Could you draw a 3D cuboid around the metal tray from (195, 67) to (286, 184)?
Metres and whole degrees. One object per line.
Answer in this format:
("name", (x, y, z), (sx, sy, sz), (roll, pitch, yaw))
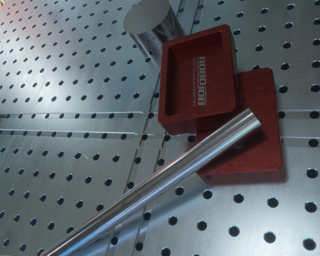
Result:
("metal tray", (0.090, -0.004, 0.360), (0.090, 0.030, 0.130), (-8, 58, 23))

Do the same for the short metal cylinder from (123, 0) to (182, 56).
("short metal cylinder", (-0.011, -0.164, 0.499), (0.080, 0.050, 0.080), (-13, 56, 21))

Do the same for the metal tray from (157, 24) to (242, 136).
("metal tray", (0.047, -0.060, 0.377), (0.090, 0.030, 0.130), (-11, 57, 22))

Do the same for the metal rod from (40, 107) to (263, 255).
("metal rod", (-0.021, 0.076, 0.346), (0.300, 0.025, 0.025), (-37, 51, 14))
